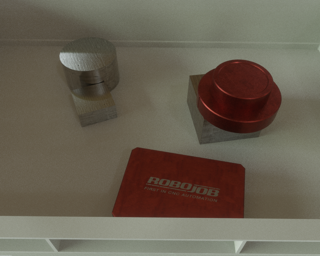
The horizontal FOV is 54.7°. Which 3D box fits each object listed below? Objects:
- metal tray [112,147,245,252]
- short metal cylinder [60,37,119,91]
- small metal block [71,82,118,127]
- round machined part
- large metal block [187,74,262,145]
[{"bbox_3d":[0.023,0.074,0.340,0.131,0.030,0.090,9,50,7],"label":"metal tray"},{"bbox_3d":[-0.103,-0.092,0.465,0.081,0.050,0.080,0,50,0],"label":"short metal cylinder"},{"bbox_3d":[-0.092,-0.033,0.432,0.050,0.025,0.050,-17,52,-14],"label":"small metal block"},{"bbox_3d":[0.094,-0.044,0.368,0.099,0.042,0.098,0,50,0],"label":"round machined part"},{"bbox_3d":[0.086,-0.029,0.414,0.081,0.050,0.080,-7,50,-6],"label":"large metal block"}]
